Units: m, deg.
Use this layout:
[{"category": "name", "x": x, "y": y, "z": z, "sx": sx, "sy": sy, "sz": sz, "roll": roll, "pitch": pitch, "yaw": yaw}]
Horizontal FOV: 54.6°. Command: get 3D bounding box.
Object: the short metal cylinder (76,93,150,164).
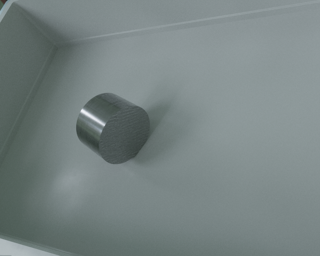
[{"category": "short metal cylinder", "x": -0.060, "y": 0.000, "z": 0.403, "sx": 0.050, "sy": 0.080, "sz": 0.080, "roll": 29, "pitch": 78, "yaw": 37}]
